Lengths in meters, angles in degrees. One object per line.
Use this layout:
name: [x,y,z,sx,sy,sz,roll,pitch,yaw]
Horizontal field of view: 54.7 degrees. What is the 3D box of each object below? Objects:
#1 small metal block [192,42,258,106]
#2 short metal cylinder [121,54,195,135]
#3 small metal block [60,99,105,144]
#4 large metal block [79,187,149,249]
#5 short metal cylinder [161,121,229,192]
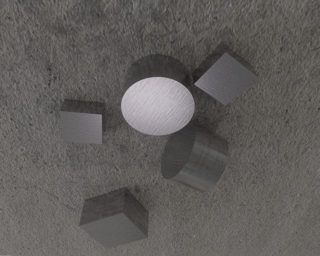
small metal block: [0.074,-0.061,0.356,0.050,0.025,0.050,30,124,-24]
short metal cylinder: [-0.002,-0.038,0.359,0.081,0.050,0.079,0,130,0]
small metal block: [-0.099,-0.008,0.400,0.050,0.025,0.050,5,130,-5]
large metal block: [-0.074,0.152,0.520,0.080,0.050,0.080,-21,127,16]
short metal cylinder: [0.043,0.037,0.403,0.050,0.080,0.080,25,126,-20]
